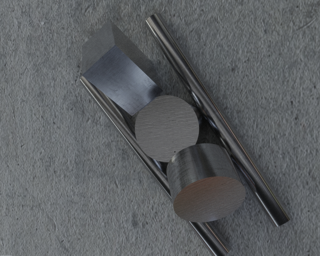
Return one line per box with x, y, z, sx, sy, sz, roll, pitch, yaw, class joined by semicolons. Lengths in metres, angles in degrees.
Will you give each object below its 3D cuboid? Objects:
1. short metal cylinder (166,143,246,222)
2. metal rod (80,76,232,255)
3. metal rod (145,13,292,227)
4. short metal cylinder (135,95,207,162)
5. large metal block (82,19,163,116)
0.051;0.064;0.356;0.080;0.080;0.050;-33;37;17;short metal cylinder
-0.013;0.041;0.414;0.025;0.025;0.300;-42;77;15;metal rod
0.066;-0.018;0.386;0.025;0.025;0.299;-34;79;17;metal rod
0.016;0.001;0.391;0.080;0.050;0.080;0;90;20;short metal cylinder
-0.048;-0.075;0.381;0.050;0.080;0.080;-38;36;16;large metal block
